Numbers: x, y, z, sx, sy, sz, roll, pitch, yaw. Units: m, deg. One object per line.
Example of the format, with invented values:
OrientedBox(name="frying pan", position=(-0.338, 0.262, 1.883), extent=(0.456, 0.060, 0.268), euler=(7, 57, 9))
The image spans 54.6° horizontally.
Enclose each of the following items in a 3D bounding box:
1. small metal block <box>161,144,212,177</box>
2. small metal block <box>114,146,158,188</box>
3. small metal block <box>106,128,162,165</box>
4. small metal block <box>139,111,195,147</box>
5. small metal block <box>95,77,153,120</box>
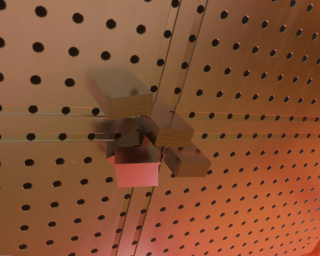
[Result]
OrientedBox(name="small metal block", position=(0.036, 0.045, 0.442), extent=(0.050, 0.050, 0.025), euler=(5, 116, -31))
OrientedBox(name="small metal block", position=(-0.028, 0.048, 0.380), extent=(0.050, 0.025, 0.050), euler=(-2, 138, -3))
OrientedBox(name="small metal block", position=(-0.033, 0.033, 0.401), extent=(0.050, 0.025, 0.050), euler=(-26, 133, 20))
OrientedBox(name="small metal block", position=(0.008, 0.000, 0.399), extent=(0.050, 0.050, 0.025), euler=(3, 117, -30))
OrientedBox(name="small metal block", position=(-0.041, -0.035, 0.350), extent=(0.050, 0.050, 0.025), euler=(-10, 123, -23))
